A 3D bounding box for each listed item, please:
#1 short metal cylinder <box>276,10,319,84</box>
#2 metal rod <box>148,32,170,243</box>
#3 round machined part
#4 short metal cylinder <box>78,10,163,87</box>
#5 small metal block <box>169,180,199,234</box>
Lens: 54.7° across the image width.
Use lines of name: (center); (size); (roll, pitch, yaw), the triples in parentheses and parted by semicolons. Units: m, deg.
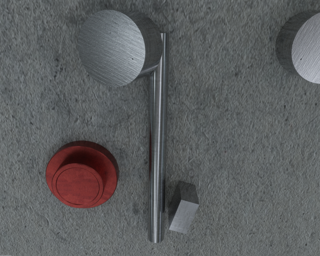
short metal cylinder: (0.185, -0.096, 0.363); (0.081, 0.050, 0.079); (0, 110, 0)
metal rod: (-0.004, 0.026, 0.419); (0.025, 0.025, 0.298); (1, 110, -1)
round machined part: (-0.108, 0.070, 0.425); (0.099, 0.042, 0.097); (0, 110, 0)
short metal cylinder: (-0.043, -0.090, 0.349); (0.080, 0.050, 0.079); (7, 111, 19)
small metal block: (0.032, 0.111, 0.438); (0.025, 0.050, 0.050); (17, 109, -6)
